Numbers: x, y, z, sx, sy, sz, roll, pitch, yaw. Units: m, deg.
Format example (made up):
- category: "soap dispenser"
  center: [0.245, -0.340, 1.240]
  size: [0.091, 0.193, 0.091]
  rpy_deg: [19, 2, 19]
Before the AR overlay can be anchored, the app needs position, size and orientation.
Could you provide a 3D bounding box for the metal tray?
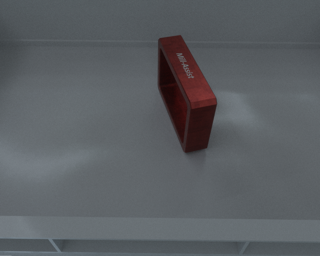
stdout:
- category: "metal tray"
  center: [0.029, -0.045, 0.398]
  size: [0.030, 0.090, 0.130]
  rpy_deg: [-12, 51, -11]
